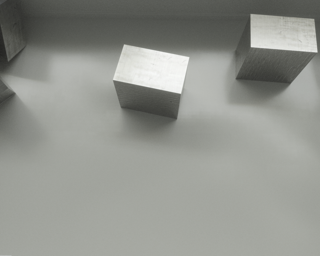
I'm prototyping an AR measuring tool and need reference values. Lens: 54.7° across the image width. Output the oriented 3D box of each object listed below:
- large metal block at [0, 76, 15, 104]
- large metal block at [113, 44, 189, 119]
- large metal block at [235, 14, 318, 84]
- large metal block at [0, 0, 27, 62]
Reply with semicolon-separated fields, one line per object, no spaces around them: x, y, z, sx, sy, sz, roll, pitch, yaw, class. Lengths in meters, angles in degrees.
-0.234;-0.063;0.385;0.050;0.080;0.080;-41;104;-14;large metal block
-0.010;-0.057;0.401;0.080;0.080;0.050;12;71;4;large metal block
0.152;-0.105;0.421;0.080;0.080;0.050;5;70;1;large metal block
-0.238;-0.147;0.421;0.080;0.079;0.050;15;45;1;large metal block
